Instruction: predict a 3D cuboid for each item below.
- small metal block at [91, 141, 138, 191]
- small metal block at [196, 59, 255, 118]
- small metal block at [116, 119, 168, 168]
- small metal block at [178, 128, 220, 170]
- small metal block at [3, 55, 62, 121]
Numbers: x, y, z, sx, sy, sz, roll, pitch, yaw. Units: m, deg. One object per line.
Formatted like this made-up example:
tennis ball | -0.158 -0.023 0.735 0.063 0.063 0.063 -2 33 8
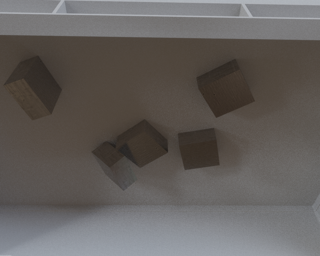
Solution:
small metal block | -0.064 0.053 0.434 0.025 0.050 0.050 -39 132 -21
small metal block | 0.078 -0.046 0.371 0.050 0.025 0.050 -24 126 19
small metal block | -0.024 0.023 0.428 0.050 0.025 0.050 -32 124 23
small metal block | 0.055 0.030 0.436 0.050 0.025 0.050 -9 130 7
small metal block | -0.142 -0.046 0.352 0.025 0.050 0.050 -16 129 13
